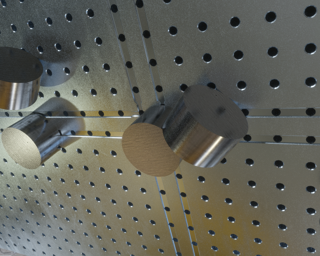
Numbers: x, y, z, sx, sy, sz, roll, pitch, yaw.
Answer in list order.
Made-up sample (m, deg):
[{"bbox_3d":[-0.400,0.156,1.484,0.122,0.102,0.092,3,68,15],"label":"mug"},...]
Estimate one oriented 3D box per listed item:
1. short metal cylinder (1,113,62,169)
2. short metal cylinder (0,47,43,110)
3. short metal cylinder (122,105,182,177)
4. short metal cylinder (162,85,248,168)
[{"bbox_3d":[-0.214,0.022,0.519,0.080,0.050,0.079,13,124,20],"label":"short metal cylinder"},{"bbox_3d":[-0.213,-0.071,0.441,0.080,0.080,0.050,34,129,5],"label":"short metal cylinder"},{"bbox_3d":[-0.002,0.017,0.405,0.080,0.050,0.079,13,124,20],"label":"short metal cylinder"},{"bbox_3d":[0.050,-0.003,0.347,0.080,0.080,0.050,36,129,4],"label":"short metal cylinder"}]
